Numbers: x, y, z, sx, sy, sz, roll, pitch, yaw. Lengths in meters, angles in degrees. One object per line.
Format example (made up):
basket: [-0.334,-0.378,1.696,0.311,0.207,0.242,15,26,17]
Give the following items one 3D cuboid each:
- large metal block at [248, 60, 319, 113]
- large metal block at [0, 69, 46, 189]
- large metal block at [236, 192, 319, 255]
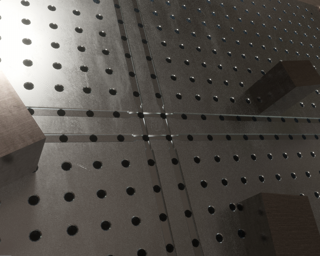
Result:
large metal block: [0.217,-0.072,0.537,0.081,0.080,0.050,-9,67,-33]
large metal block: [-0.155,0.005,0.287,0.050,0.080,0.080,-29,78,-38]
large metal block: [0.153,0.131,0.397,0.081,0.050,0.080,9,58,-24]
